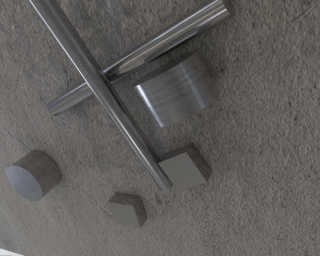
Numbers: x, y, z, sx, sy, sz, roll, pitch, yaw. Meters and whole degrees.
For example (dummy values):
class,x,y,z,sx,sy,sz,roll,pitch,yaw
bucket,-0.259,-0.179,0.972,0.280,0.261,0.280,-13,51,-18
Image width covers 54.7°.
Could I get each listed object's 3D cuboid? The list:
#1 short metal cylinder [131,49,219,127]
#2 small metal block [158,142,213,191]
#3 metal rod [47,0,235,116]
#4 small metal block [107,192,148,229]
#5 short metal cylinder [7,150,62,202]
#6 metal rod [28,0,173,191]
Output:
class,x,y,z,sx,sy,sz,roll,pitch,yaw
short metal cylinder,0.017,-0.043,0.336,0.080,0.080,0.050,-19,108,35
small metal block,0.034,0.053,0.422,0.050,0.025,0.050,-26,104,37
metal rod,-0.048,-0.075,0.385,0.299,0.025,0.025,-22,107,36
small metal block,-0.054,0.138,0.521,0.050,0.025,0.050,1,119,28
short metal cylinder,-0.229,0.087,0.565,0.080,0.050,0.079,13,124,21
metal rod,-0.061,-0.033,0.390,0.025,0.025,0.299,-14,120,34
